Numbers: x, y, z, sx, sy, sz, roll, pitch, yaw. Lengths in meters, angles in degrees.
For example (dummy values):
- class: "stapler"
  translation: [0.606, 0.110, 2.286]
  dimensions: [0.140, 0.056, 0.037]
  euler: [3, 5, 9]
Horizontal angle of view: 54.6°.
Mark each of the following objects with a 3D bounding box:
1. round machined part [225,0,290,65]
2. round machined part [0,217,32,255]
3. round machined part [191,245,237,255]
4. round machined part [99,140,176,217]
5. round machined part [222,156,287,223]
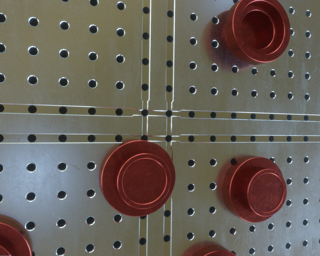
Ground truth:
- class: "round machined part"
  translation: [0.137, -0.141, 0.453]
  dimensions: [0.099, 0.042, 0.097]
  euler: [0, 90, -20]
- class: "round machined part"
  translation: [-0.191, 0.149, 0.333]
  dimensions: [0.099, 0.042, 0.097]
  euler: [0, 90, -20]
- class: "round machined part"
  translation: [0.080, 0.220, 0.433]
  dimensions: [0.099, 0.042, 0.097]
  euler: [0, 90, -20]
- class: "round machined part"
  translation: [-0.025, 0.064, 0.394]
  dimensions: [0.099, 0.042, 0.097]
  euler: [0, 90, -20]
- class: "round machined part"
  translation: [0.145, 0.091, 0.457]
  dimensions: [0.099, 0.042, 0.097]
  euler: [0, 90, -20]
